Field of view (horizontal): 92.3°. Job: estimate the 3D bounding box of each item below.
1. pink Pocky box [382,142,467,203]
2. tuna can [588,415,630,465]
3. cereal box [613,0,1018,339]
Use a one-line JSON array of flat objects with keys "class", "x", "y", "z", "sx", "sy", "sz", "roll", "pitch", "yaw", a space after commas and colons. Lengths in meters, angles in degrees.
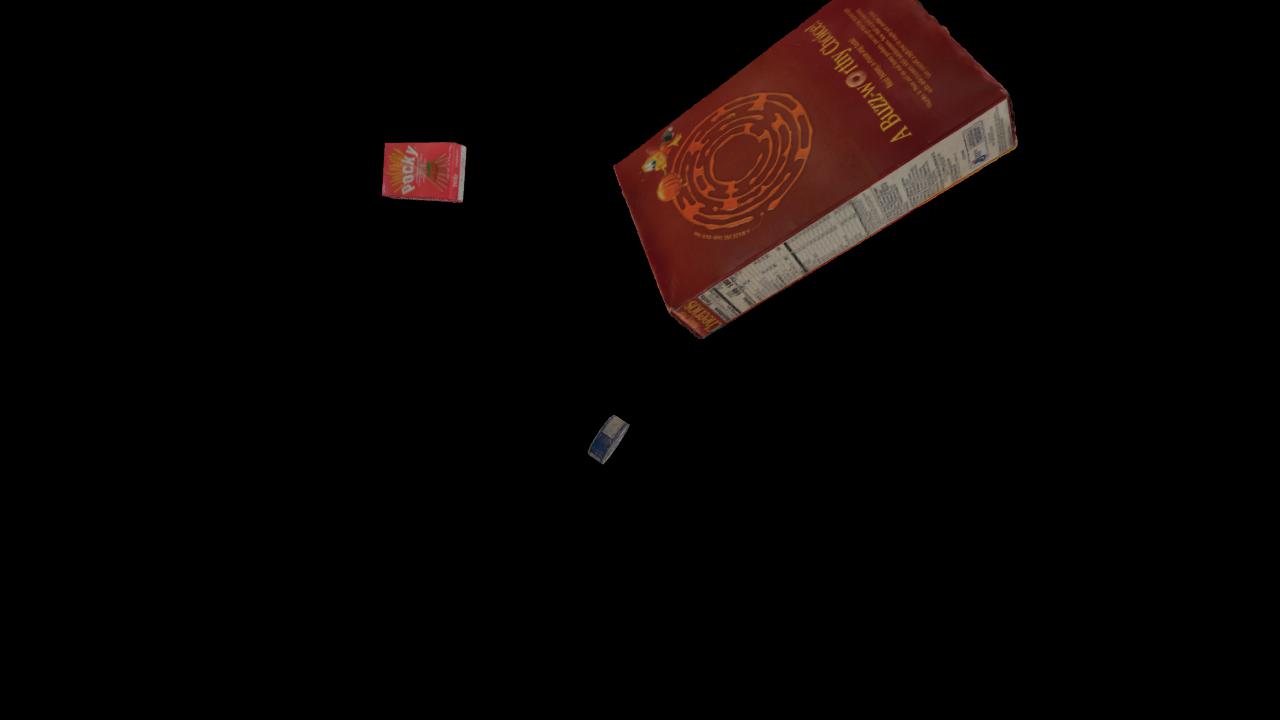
[{"class": "pink Pocky box", "x": -0.334, "y": -0.289, "z": 0.946, "sx": 0.155, "sy": 0.084, "sz": 0.029, "roll": 11, "pitch": 8, "yaw": 28}, {"class": "tuna can", "x": -0.055, "y": 0.138, "z": 1.067, "sx": 0.034, "sy": 0.084, "sz": 0.084, "roll": 33, "pitch": 5, "yaw": 8}, {"class": "cereal box", "x": 0.134, "y": -0.183, "z": 0.564, "sx": 0.306, "sy": 0.203, "sz": 0.081, "roll": -33, "pitch": -35, "yaw": 21}]
